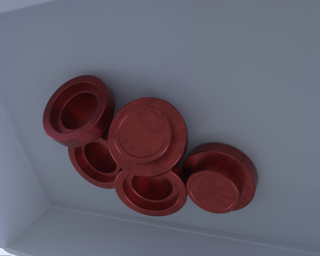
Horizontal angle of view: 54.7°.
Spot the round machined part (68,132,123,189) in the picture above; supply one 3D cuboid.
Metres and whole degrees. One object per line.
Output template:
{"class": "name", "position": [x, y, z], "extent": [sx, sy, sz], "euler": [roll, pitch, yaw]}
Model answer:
{"class": "round machined part", "position": [-0.083, 0.039, 0.461], "extent": [0.098, 0.042, 0.097], "euler": [13, 124, 20]}

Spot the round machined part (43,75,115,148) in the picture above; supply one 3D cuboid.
{"class": "round machined part", "position": [-0.102, -0.019, 0.413], "extent": [0.098, 0.098, 0.042], "euler": [3, 155, 26]}

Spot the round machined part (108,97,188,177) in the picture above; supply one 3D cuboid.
{"class": "round machined part", "position": [-0.017, 0.009, 0.373], "extent": [0.098, 0.042, 0.097], "euler": [-2, 79, 10]}

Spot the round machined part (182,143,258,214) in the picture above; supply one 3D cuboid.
{"class": "round machined part", "position": [0.073, 0.071, 0.400], "extent": [0.098, 0.042, 0.097], "euler": [13, 124, 20]}

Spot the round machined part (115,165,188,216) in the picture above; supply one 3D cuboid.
{"class": "round machined part", "position": [-0.009, 0.074, 0.429], "extent": [0.099, 0.042, 0.097], "euler": [6, 125, 8]}
